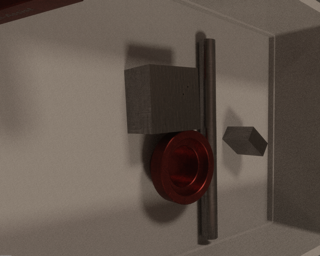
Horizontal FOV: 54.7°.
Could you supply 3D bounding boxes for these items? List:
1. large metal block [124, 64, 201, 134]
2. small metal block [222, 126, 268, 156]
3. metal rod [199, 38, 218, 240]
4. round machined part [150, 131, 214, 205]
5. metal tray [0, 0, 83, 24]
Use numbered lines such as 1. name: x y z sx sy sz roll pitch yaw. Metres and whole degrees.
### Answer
1. large metal block: 0.004 -0.035 0.396 0.081 0.050 0.079 -5 93 -40
2. small metal block: 0.140 0.022 0.511 0.050 0.050 0.025 41 65 -33
3. metal rod: 0.073 0.017 0.470 0.025 0.025 0.298 -2 91 -40
4. round machined part: 0.025 0.051 0.419 0.099 0.042 0.097 0 91 -40
5. metal tray: -0.125 -0.131 0.235 0.030 0.130 0.089 -26 109 -67
